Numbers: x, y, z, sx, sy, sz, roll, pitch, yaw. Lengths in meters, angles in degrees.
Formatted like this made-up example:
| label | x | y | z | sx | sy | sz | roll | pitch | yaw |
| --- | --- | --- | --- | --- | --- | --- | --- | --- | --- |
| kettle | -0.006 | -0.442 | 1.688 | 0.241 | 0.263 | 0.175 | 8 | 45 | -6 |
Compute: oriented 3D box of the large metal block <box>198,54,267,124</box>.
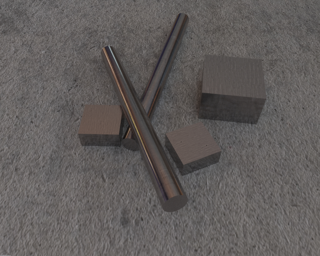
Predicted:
| label | x | y | z | sx | sy | sz | roll | pitch | yaw |
| --- | --- | --- | --- | --- | --- | --- | --- | --- | --- |
| large metal block | 0.099 | -0.055 | 0.435 | 0.080 | 0.050 | 0.080 | 6 | 50 | 4 |

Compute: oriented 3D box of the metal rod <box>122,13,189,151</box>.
| label | x | y | z | sx | sy | sz | roll | pitch | yaw |
| --- | --- | --- | --- | --- | --- | --- | --- | --- | --- |
| metal rod | 0.003 | -0.090 | 0.478 | 0.025 | 0.025 | 0.300 | 12 | 51 | 9 |

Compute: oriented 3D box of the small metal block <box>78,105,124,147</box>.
| label | x | y | z | sx | sy | sz | roll | pitch | yaw |
| --- | --- | --- | --- | --- | --- | --- | --- | --- | --- |
| small metal block | -0.075 | -0.004 | 0.405 | 0.050 | 0.025 | 0.050 | 1 | 50 | 0 |

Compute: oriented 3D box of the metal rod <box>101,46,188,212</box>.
| label | x | y | z | sx | sy | sz | roll | pitch | yaw |
| --- | --- | --- | --- | --- | --- | --- | --- | --- | --- |
| metal rod | -0.034 | -0.025 | 0.391 | 0.025 | 0.025 | 0.300 | -15 | 44 | -12 |

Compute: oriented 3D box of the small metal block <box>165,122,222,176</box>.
| label | x | y | z | sx | sy | sz | roll | pitch | yaw |
| --- | --- | --- | --- | --- | --- | --- | --- | --- | --- |
| small metal block | 0.040 | 0.025 | 0.383 | 0.050 | 0.025 | 0.050 | -18 | 53 | -15 |
